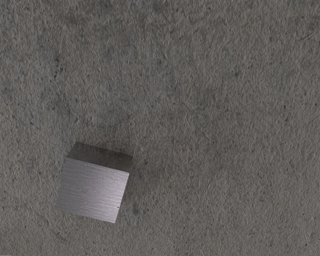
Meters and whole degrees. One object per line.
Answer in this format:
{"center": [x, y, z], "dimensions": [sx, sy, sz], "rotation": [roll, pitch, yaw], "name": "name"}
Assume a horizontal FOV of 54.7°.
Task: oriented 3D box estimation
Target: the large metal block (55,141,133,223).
{"center": [-0.088, 0.073, 0.423], "dimensions": [0.080, 0.050, 0.079], "rotation": [15, 109, -6], "name": "large metal block"}
